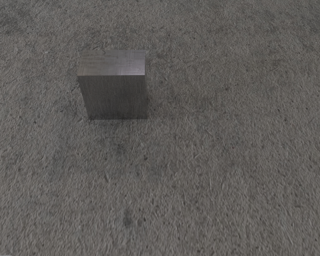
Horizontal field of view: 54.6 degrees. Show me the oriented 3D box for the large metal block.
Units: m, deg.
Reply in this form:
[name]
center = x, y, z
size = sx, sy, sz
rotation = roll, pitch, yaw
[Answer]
[large metal block]
center = -0.059, -0.056, 0.415
size = 0.080, 0.080, 0.050
rotation = -1, 50, -1
